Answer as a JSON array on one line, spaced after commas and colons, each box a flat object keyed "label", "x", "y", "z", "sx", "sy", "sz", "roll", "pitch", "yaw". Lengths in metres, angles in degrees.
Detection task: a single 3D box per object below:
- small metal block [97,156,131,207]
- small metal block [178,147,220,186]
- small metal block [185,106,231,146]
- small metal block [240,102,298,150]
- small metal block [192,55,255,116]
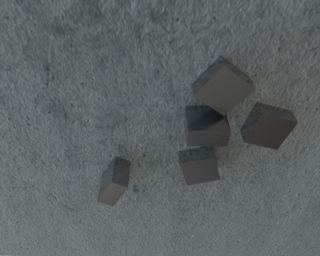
[{"label": "small metal block", "x": -0.068, "y": 0.079, "z": 0.457, "sx": 0.025, "sy": 0.050, "sz": 0.050, "roll": 24, "pitch": 126, "yaw": -19}, {"label": "small metal block", "x": 0.058, "y": 0.055, "z": 0.455, "sx": 0.050, "sy": 0.025, "sz": 0.050, "roll": -12, "pitch": 129, "yaw": 10}, {"label": "small metal block", "x": 0.058, "y": -0.003, "z": 0.389, "sx": 0.050, "sy": 0.050, "sz": 0.025, "roll": 0, "pitch": 130, "yaw": -1}, {"label": "small metal block", "x": 0.142, "y": -0.002, "z": 0.408, "sx": 0.050, "sy": 0.025, "sz": 0.050, "roll": 12, "pitch": 129, "yaw": -11}, {"label": "small metal block", "x": 0.074, "y": -0.049, "z": 0.367, "sx": 0.050, "sy": 0.025, "sz": 0.050, "roll": 30, "pitch": 124, "yaw": -24}]
